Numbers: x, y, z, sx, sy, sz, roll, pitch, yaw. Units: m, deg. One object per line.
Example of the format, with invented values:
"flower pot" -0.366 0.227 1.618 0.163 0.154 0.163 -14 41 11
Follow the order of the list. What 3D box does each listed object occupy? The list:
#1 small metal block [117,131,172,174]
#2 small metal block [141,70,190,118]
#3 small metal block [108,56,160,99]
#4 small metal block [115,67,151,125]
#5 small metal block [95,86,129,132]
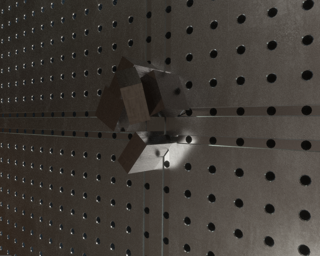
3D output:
"small metal block" -0.020 0.031 0.407 0.025 0.050 0.050 48 118 29
"small metal block" 0.006 -0.041 0.386 0.025 0.050 0.050 -26 74 36
"small metal block" -0.035 -0.065 0.420 0.025 0.050 0.050 41 115 32
"small metal block" -0.033 -0.040 0.377 0.050 0.025 0.050 -113 9 -55
"small metal block" -0.065 -0.029 0.461 0.050 0.025 0.050 37 112 33
